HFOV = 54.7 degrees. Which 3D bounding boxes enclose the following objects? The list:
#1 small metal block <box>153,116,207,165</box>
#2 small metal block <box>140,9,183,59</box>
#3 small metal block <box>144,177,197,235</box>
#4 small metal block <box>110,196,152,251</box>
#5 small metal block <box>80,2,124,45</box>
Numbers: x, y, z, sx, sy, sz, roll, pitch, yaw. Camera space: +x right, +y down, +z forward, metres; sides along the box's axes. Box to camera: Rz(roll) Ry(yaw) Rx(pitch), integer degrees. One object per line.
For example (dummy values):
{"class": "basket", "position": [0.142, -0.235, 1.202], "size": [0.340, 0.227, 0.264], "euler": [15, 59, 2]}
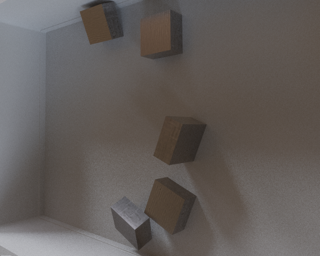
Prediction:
{"class": "small metal block", "position": [0.024, 0.014, 0.369], "size": [0.025, 0.050, 0.050], "euler": [28, 107, 36]}
{"class": "small metal block", "position": [0.002, -0.120, 0.404], "size": [0.050, 0.025, 0.050], "euler": [-1, 89, 39]}
{"class": "small metal block", "position": [0.012, 0.098, 0.395], "size": [0.050, 0.025, 0.050], "euler": [28, 107, 36]}
{"class": "small metal block", "position": [-0.039, 0.130, 0.422], "size": [0.050, 0.025, 0.050], "euler": [31, 140, 35]}
{"class": "small metal block", "position": [-0.088, -0.156, 0.465], "size": [0.050, 0.025, 0.050], "euler": [1, 115, 39]}
